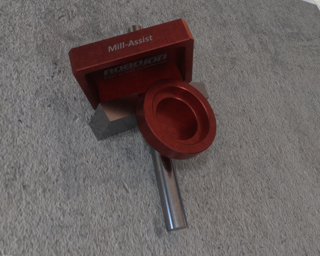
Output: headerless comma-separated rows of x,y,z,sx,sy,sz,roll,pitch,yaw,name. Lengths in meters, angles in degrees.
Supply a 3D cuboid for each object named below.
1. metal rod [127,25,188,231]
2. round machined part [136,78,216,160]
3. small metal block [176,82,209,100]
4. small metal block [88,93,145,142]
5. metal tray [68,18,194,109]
-0.009,-0.018,0.413,0.025,0.025,0.299,2,61,-28,metal rod
0.016,-0.007,0.373,0.099,0.042,0.098,14,59,-24,round machined part
0.031,-0.040,0.432,0.050,0.050,0.025,-2,63,-29,small metal block
-0.051,-0.013,0.370,0.050,0.050,0.025,-21,73,-36,small metal block
-0.028,-0.070,0.363,0.131,0.090,0.030,-17,67,-4,metal tray
